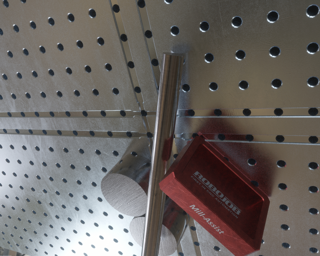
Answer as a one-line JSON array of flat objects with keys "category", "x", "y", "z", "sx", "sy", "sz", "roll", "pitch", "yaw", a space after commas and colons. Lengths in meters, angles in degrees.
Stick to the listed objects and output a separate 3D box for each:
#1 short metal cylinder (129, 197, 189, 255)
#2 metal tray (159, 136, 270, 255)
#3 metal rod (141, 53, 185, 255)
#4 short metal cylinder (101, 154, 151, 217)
[{"category": "short metal cylinder", "x": -0.001, "y": 0.154, "z": 0.491, "sx": 0.080, "sy": 0.050, "sz": 0.079, "roll": 13, "pitch": 124, "yaw": 21}, {"category": "metal tray", "x": 0.071, "y": 0.080, "z": 0.381, "sx": 0.130, "sy": 0.090, "sz": 0.030, "roll": 42, "pitch": 129, "yaw": -1}, {"category": "metal rod", "x": 0.000, "y": 0.054, "z": 0.405, "sx": 0.025, "sy": 0.025, "sz": 0.298, "roll": 14, "pitch": 112, "yaw": 20}, {"category": "short metal cylinder", "x": -0.042, "y": 0.087, "z": 0.471, "sx": 0.080, "sy": 0.050, "sz": 0.079, "roll": 13, "pitch": 124, "yaw": 21}]
